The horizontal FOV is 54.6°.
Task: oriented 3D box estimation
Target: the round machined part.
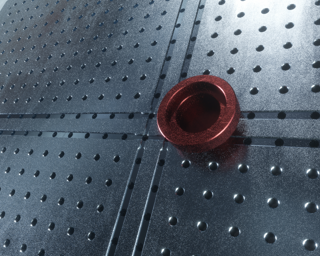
[{"bbox_3d":[0.049,-0.013,0.380,0.098,0.042,0.098,-13,56,21],"label":"round machined part"}]
